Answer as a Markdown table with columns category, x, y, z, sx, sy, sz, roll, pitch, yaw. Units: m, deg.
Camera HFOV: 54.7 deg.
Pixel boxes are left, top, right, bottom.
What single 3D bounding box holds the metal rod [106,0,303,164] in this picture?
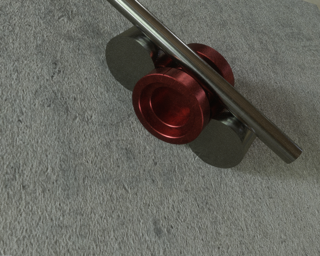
| category | x | y | z | sx | sy | sz | roll | pitch | yaw |
| --- | --- | --- | --- | --- | --- | --- | --- | --- | --- |
| metal rod | 0.050 | -0.067 | 0.373 | 0.300 | 0.025 | 0.025 | 42 | 51 | 0 |

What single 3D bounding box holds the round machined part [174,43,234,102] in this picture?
| category | x | y | z | sx | sy | sz | roll | pitch | yaw |
| --- | --- | --- | --- | --- | --- | --- | --- | --- | --- |
| round machined part | 0.047 | -0.062 | 0.424 | 0.098 | 0.098 | 0.042 | 43 | 55 | 1 |

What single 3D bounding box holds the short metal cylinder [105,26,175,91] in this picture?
| category | x | y | z | sx | sy | sz | roll | pitch | yaw |
| --- | --- | --- | --- | --- | --- | --- | --- | --- | --- |
| short metal cylinder | -0.025 | -0.094 | 0.415 | 0.080 | 0.080 | 0.050 | 43 | 51 | 1 |

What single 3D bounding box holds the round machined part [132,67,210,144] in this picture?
| category | x | y | z | sx | sy | sz | roll | pitch | yaw |
| --- | --- | --- | --- | --- | --- | --- | --- | --- | --- |
| round machined part | 0.017 | -0.031 | 0.387 | 0.098 | 0.097 | 0.042 | 43 | 47 | 1 |

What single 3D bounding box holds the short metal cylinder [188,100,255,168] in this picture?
| category | x | y | z | sx | sy | sz | roll | pitch | yaw |
| --- | --- | --- | --- | --- | --- | --- | --- | --- | --- |
| short metal cylinder | 0.082 | 0.007 | 0.412 | 0.080 | 0.080 | 0.050 | 43 | 51 | 1 |
